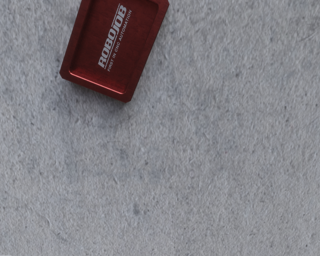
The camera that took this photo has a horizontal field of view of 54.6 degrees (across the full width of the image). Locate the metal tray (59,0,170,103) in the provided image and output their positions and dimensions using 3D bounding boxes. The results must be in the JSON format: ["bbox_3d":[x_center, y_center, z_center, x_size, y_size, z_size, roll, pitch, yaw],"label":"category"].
[{"bbox_3d":[-0.054,-0.106,0.367,0.090,0.030,0.129,21,109,-8],"label":"metal tray"}]
